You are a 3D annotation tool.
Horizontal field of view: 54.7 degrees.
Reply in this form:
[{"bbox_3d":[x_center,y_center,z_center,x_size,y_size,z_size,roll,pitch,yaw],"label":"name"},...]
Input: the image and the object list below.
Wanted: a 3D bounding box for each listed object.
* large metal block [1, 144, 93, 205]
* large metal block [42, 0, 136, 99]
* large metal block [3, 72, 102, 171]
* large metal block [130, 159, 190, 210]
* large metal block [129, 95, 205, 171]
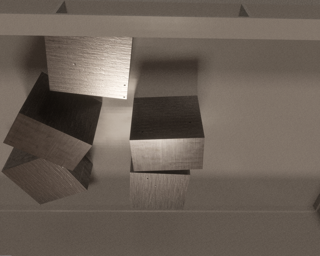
[{"bbox_3d":[-0.155,0.056,0.438,0.080,0.050,0.080,-19,128,15],"label":"large metal block"},{"bbox_3d":[-0.070,-0.081,0.323,0.081,0.050,0.079,6,130,-6],"label":"large metal block"},{"bbox_3d":[-0.121,-0.008,0.364,0.080,0.080,0.050,28,125,-22],"label":"large metal block"},{"bbox_3d":[-0.002,0.075,0.457,0.081,0.050,0.079,3,130,-3],"label":"large metal block"},{"bbox_3d":[0.008,0.005,0.377,0.081,0.080,0.050,-2,130,1],"label":"large metal block"}]
